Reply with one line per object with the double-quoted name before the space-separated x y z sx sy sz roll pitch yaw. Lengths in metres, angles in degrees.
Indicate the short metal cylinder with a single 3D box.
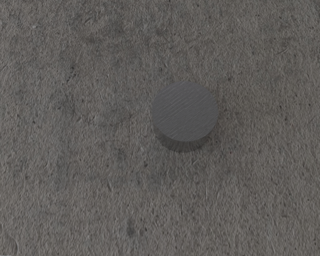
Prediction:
"short metal cylinder" 0.031 -0.013 0.400 0.080 0.050 0.080 0 70 0
